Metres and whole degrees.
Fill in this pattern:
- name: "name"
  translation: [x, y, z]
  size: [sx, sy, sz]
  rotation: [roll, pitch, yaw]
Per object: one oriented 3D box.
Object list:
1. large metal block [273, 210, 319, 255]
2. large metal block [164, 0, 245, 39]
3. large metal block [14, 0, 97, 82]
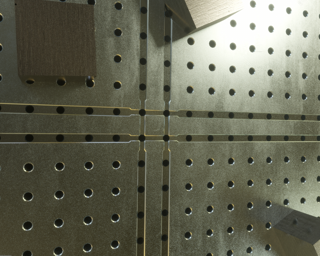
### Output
- name: "large metal block"
  translation: [0.233, 0.182, 0.472]
  size: [0.050, 0.080, 0.080]
  rotation: [-30, 100, -18]
- name: "large metal block"
  translation: [0.055, -0.179, 0.420]
  size: [0.081, 0.050, 0.080]
  rotation: [-28, 100, -18]
- name: "large metal block"
  translation: [-0.119, -0.096, 0.356]
  size: [0.081, 0.050, 0.079]
  rotation: [-3, 91, -20]
